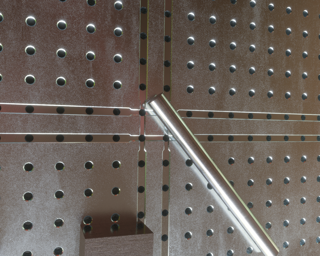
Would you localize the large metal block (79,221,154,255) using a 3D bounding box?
[{"bbox_3d":[-0.055,0.164,0.380,0.081,0.050,0.079,3,89,-20],"label":"large metal block"}]

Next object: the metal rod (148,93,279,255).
[{"bbox_3d":[0.083,0.076,0.444,0.025,0.025,0.300,-41,103,-15],"label":"metal rod"}]
